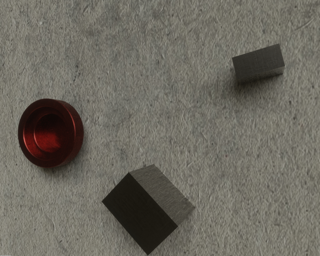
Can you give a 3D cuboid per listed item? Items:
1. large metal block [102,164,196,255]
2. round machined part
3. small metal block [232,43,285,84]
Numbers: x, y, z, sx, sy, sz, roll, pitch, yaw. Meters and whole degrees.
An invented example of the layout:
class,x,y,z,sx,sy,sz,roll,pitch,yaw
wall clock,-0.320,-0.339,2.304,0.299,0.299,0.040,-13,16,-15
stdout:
class,x,y,z,sx,sy,sz,roll,pitch,yaw
large metal block,-0.011,0.095,0.383,0.080,0.080,0.050,45,104,14
round machined part,-0.153,0.007,0.452,0.098,0.042,0.097,0,90,19
small metal block,0.113,-0.071,0.356,0.050,0.050,0.025,-14,86,19
